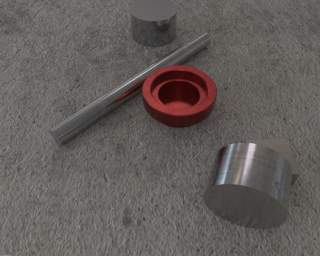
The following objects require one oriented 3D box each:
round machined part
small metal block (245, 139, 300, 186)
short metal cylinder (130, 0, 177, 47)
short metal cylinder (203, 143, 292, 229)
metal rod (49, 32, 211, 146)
[{"bbox_3d":[0.026,-0.039,0.425,0.099,0.042,0.098,0,50,0],"label":"round machined part"},{"bbox_3d":[0.130,0.041,0.370,0.050,0.025,0.050,-2,50,-2],"label":"small metal block"},{"bbox_3d":[-0.011,-0.187,0.544,0.081,0.050,0.080,0,50,0],"label":"short metal cylinder"},{"bbox_3d":[0.090,0.060,0.318,0.080,0.080,0.050,16,52,13],"label":"short metal cylinder"},{"bbox_3d":[-0.028,-0.071,0.461,0.025,0.025,0.302,37,59,26],"label":"metal rod"}]
